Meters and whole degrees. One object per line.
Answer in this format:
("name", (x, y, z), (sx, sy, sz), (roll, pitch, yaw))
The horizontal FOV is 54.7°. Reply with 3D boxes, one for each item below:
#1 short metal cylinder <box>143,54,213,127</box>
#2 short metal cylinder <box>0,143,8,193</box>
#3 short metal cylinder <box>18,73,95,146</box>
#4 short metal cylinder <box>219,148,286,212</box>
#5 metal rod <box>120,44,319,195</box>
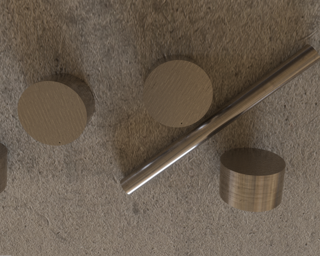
("short metal cylinder", (0.021, -0.047, 0.379), (0.081, 0.050, 0.079), (0, 110, 0))
("short metal cylinder", (-0.241, 0.052, 0.397), (0.081, 0.080, 0.050), (10, 110, -4))
("short metal cylinder", (-0.126, -0.024, 0.386), (0.081, 0.050, 0.079), (0, 110, 0))
("short metal cylinder", (0.119, 0.065, 0.405), (0.081, 0.080, 0.050), (-2, 110, 0))
("metal rod", (0.069, -0.004, 0.408), (0.300, 0.025, 0.025), (-37, 106, 12))
